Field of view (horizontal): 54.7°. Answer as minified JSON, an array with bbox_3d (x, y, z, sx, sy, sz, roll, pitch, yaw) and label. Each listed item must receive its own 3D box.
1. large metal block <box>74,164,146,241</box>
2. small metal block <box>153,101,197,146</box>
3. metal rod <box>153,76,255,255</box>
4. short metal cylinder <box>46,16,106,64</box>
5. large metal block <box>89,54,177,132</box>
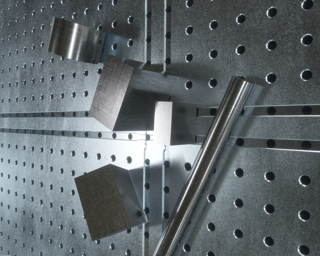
[{"bbox_3d":[-0.064,0.099,0.415,0.050,0.080,0.080,-23,73,5],"label":"large metal block"},{"bbox_3d":[0.019,-0.006,0.376,0.025,0.050,0.050,5,93,39],"label":"small metal block"},{"bbox_3d":[0.038,0.081,0.376,0.025,0.025,0.298,33,110,34],"label":"metal rod"},{"bbox_3d":[-0.128,-0.134,0.477,0.080,0.081,0.050,27,107,36],"label":"short metal cylinder"},{"bbox_3d":[-0.034,-0.043,0.400,0.050,0.081,0.079,33,110,35],"label":"large metal block"}]
